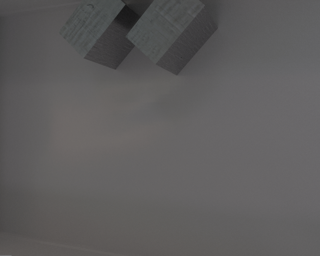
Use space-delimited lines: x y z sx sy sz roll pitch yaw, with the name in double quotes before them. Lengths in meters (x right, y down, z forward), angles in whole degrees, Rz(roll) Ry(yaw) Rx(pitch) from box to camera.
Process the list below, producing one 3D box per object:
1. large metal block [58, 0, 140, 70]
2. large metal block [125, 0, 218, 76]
"large metal block" -0.069 -0.130 0.405 0.050 0.080 0.080 46 104 14
"large metal block" 0.018 -0.116 0.375 0.050 0.080 0.080 45 104 14
